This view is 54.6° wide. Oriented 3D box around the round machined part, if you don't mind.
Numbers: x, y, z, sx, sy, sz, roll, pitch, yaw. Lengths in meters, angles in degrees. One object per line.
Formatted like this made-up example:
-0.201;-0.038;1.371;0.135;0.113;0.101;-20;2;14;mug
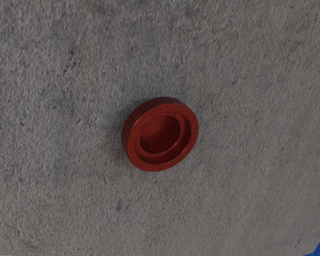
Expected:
-0.003;0.004;0.396;0.099;0.042;0.097;-14;124;-21;round machined part
